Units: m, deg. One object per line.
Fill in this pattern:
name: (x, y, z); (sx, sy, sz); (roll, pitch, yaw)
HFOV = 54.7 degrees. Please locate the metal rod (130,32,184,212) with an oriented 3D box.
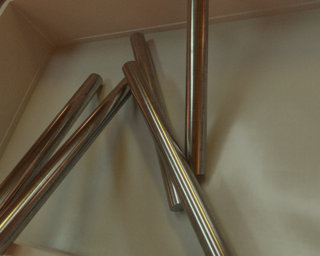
metal rod: (-0.007, -0.031, 0.427); (0.025, 0.025, 0.299); (-24, 53, 13)

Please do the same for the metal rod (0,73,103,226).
metal rod: (-0.134, 0.009, 0.392); (0.025, 0.025, 0.301); (-12, 32, 21)

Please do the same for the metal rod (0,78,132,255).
metal rod: (-0.093, 0.015, 0.364); (0.025, 0.025, 0.301); (-2, 35, 27)

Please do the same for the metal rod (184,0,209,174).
metal rod: (0.043, -0.097, 0.359); (0.025, 0.025, 0.298); (0, 88, 28)

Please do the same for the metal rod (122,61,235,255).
metal rod: (0.012, 0.027, 0.351); (0.025, 0.025, 0.299); (-31, 55, 8)
